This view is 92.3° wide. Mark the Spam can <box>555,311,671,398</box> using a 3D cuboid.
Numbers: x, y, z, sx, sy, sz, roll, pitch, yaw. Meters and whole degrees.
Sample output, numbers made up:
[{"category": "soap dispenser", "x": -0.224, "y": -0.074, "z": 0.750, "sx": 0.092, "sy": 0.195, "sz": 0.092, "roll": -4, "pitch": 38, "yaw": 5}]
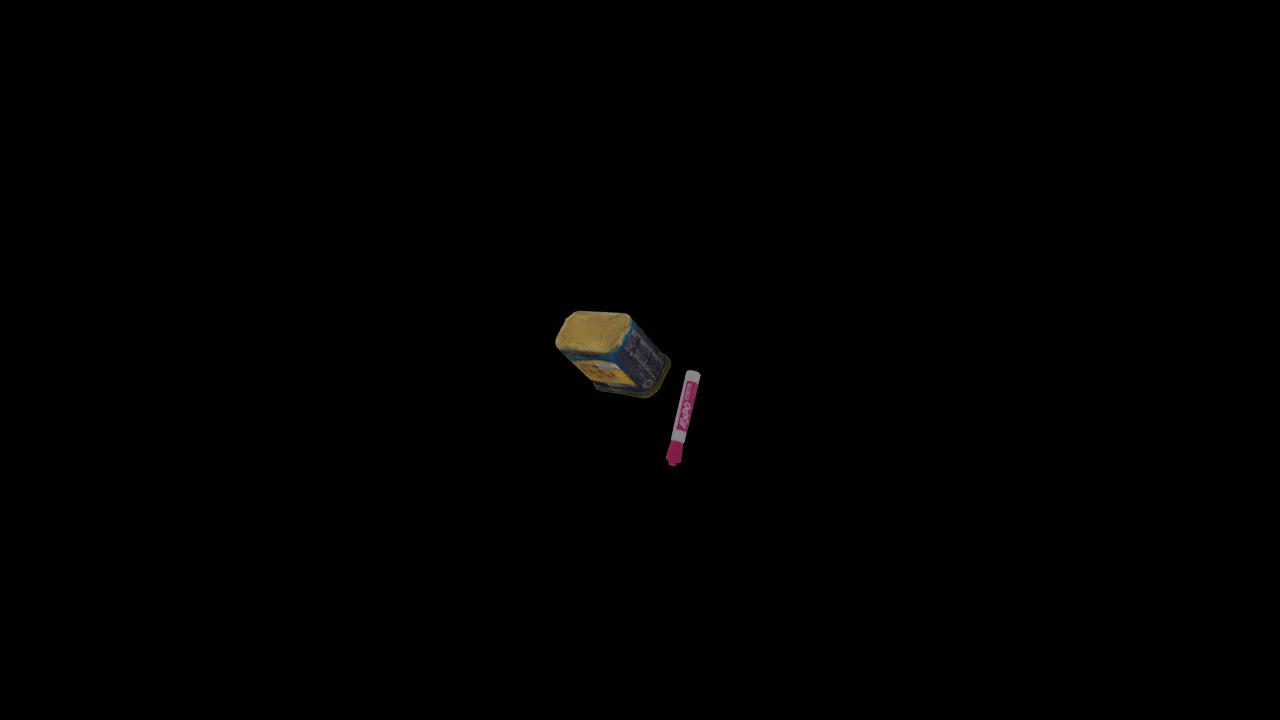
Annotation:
[{"category": "Spam can", "x": -0.031, "y": -0.008, "z": 0.673, "sx": 0.101, "sy": 0.058, "sz": 0.085, "roll": 6, "pitch": -30, "yaw": 41}]

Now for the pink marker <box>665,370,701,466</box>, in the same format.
[{"category": "pink marker", "x": 0.052, "y": 0.070, "z": 0.748, "sx": 0.020, "sy": 0.121, "sz": 0.020, "roll": 13, "pitch": -22, "yaw": 5}]
